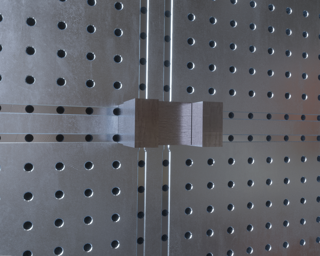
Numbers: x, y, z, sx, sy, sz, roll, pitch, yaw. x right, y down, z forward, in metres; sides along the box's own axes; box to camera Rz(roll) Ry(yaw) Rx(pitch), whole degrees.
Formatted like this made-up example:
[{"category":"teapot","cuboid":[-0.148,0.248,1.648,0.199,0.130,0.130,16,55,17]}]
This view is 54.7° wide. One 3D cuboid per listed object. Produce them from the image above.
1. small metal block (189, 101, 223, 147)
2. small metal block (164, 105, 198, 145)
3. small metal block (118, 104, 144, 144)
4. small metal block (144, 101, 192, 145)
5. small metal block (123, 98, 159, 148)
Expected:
[{"category":"small metal block","cuboid":[0.050,-0.004,0.364,0.025,0.050,0.050,1,90,-20]},{"category":"small metal block","cuboid":[0.027,-0.004,0.410,0.025,0.050,0.050,-1,91,-20]},{"category":"small metal block","cuboid":[-0.034,-0.005,0.387,0.025,0.050,0.050,1,90,-20]},{"category":"small metal block","cuboid":[0.009,-0.005,0.364,0.050,0.025,0.050,1,90,-21]},{"category":"small metal block","cuboid":[-0.022,-0.005,0.338,0.025,0.050,0.050,1,90,-20]}]
